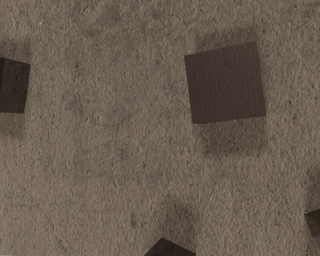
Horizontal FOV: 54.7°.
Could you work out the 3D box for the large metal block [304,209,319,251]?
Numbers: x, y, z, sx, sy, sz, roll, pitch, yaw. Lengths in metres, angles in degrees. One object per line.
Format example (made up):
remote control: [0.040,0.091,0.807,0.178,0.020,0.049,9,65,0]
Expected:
large metal block: [0.194,0.126,0.312,0.050,0.080,0.080,-29,81,17]

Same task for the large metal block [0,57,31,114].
large metal block: [-0.258,-0.069,0.485,0.080,0.050,0.079,10,93,19]

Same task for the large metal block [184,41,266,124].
large metal block: [0.079,-0.049,0.368,0.080,0.050,0.080,-8,88,19]

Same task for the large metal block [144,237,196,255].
large metal block: [-0.001,0.194,0.379,0.050,0.080,0.080,20,97,18]
